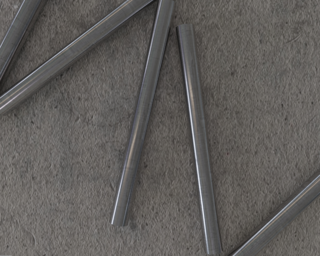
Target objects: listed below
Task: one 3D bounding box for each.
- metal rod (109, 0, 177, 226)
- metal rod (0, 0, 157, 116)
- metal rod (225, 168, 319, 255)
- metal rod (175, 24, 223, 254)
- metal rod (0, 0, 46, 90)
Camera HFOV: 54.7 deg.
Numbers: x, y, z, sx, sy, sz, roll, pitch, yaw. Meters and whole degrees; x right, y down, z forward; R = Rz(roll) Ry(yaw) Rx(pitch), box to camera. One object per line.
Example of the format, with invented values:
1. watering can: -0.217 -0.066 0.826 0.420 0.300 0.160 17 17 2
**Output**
1. metal rod: -0.023 -0.020 0.409 0.025 0.025 0.298 12 90 0
2. metal rod: -0.093 -0.117 0.408 0.300 0.025 0.025 -37 90 0
3. metal rod: 0.186 0.096 0.411 0.300 0.025 0.025 -43 90 0
4. metal rod: 0.052 0.014 0.410 0.025 0.025 0.298 -7 90 0
5. metal rod: -0.185 -0.131 0.408 0.025 0.025 0.299 27 90 0
